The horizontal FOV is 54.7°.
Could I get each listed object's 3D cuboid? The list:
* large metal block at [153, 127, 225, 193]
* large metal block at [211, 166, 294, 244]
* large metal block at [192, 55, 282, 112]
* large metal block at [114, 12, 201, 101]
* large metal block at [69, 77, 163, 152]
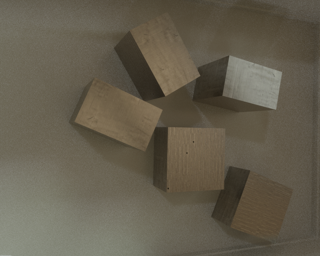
[{"bbox_3d":[0.038,0.039,0.413,0.081,0.050,0.079,1,90,-21],"label":"large metal block"},{"bbox_3d":[0.133,0.109,0.448,0.080,0.050,0.080,24,82,-19],"label":"large metal block"},{"bbox_3d":[0.102,-0.055,0.420,0.081,0.080,0.050,12,86,-20],"label":"large metal block"},{"bbox_3d":[-0.007,-0.082,0.380,0.050,0.080,0.080,-32,101,-17],"label":"large metal block"},{"bbox_3d":[-0.055,-0.013,0.362,0.080,0.080,0.050,25,82,-19],"label":"large metal block"}]
